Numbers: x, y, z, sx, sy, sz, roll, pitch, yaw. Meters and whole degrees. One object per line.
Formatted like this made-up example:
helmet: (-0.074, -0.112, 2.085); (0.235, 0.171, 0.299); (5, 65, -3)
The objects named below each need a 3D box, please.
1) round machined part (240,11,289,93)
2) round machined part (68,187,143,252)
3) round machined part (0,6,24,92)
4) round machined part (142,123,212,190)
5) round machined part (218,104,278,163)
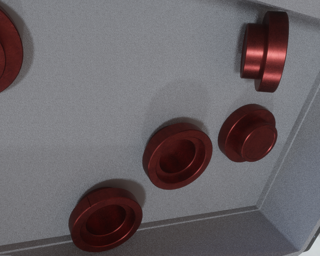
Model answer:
round machined part: (0.126, -0.094, 0.387); (0.042, 0.098, 0.097); (6, 122, 9)
round machined part: (-0.078, 0.122, 0.432); (0.099, 0.042, 0.097); (-14, 125, -21)
round machined part: (-0.170, -0.066, 0.264); (0.099, 0.042, 0.097); (-14, 125, -21)
round machined part: (0.020, 0.035, 0.432); (0.099, 0.042, 0.097); (-14, 125, -21)
round machined part: (0.144, 0.014, 0.488); (0.099, 0.042, 0.097); (-14, 125, -21)
